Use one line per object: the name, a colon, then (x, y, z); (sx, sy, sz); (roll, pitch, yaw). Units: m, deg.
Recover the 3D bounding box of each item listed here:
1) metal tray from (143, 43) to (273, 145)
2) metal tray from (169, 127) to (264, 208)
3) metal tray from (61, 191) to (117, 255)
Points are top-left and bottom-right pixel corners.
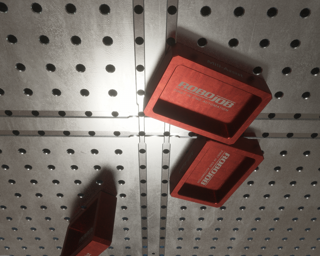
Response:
metal tray: (0.055, -0.036, 0.378); (0.131, 0.030, 0.089); (19, 127, -16)
metal tray: (0.080, 0.063, 0.463); (0.091, 0.030, 0.129); (17, 128, -15)
metal tray: (-0.121, 0.176, 0.517); (0.030, 0.090, 0.129); (29, 124, -23)
